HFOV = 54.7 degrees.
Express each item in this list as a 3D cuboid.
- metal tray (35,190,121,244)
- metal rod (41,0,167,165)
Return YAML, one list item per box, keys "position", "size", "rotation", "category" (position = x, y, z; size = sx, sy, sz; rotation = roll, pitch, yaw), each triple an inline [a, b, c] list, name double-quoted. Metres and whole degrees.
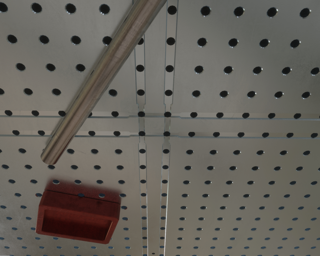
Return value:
- position: [-0.143, 0.159, 0.541]
  size: [0.131, 0.030, 0.089]
  rotation: [14, 129, -12]
  category: "metal tray"
- position: [-0.075, -0.051, 0.366]
  size: [0.025, 0.025, 0.298]
  rotation: [27, 125, -22]
  category: "metal rod"
